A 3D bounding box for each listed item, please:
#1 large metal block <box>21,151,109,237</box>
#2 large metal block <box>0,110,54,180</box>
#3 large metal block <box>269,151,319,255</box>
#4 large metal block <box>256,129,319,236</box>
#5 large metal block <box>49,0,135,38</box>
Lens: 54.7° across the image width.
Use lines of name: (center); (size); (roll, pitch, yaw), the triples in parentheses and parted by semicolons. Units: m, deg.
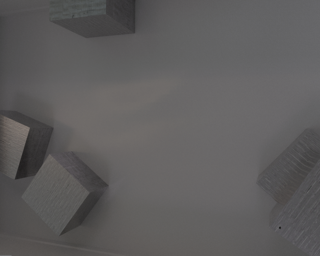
large metal block: (-0.136, 0.091, 0.445); (0.080, 0.050, 0.080); (39, 102, 15)
large metal block: (-0.223, 0.023, 0.476); (0.080, 0.050, 0.080); (21, 97, 18)
large metal block: (0.160, 0.078, 0.287); (0.080, 0.050, 0.080); (34, 101, 16)
large metal block: (0.166, 0.057, 0.339); (0.080, 0.050, 0.080); (44, 104, 14)
large metal block: (-0.087, -0.159, 0.412); (0.080, 0.080, 0.050); (1, 91, 20)
